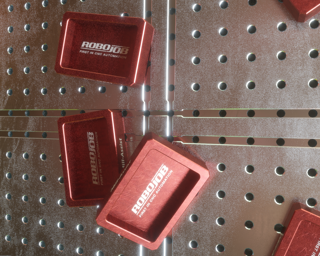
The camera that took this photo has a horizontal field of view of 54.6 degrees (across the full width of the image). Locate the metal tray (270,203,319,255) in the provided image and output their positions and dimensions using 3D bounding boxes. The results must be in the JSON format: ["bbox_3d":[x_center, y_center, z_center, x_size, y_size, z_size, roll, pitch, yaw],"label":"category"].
[{"bbox_3d":[0.172,0.163,0.349,0.090,0.030,0.129,23,98,18],"label":"metal tray"}]

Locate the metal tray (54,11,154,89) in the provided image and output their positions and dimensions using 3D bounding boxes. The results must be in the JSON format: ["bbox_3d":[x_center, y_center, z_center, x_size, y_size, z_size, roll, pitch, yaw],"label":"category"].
[{"bbox_3d":[-0.081,-0.111,0.438,0.130,0.030,0.090,12,94,19],"label":"metal tray"}]

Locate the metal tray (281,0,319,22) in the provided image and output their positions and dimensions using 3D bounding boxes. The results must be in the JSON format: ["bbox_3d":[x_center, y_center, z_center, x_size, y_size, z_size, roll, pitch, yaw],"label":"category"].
[{"bbox_3d":[0.163,-0.200,0.352,0.090,0.030,0.130,-34,79,16],"label":"metal tray"}]

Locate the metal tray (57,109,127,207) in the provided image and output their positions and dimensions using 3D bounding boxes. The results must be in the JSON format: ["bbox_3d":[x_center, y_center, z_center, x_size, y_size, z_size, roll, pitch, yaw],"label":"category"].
[{"bbox_3d":[-0.094,0.043,0.443,0.090,0.030,0.129,-8,87,19],"label":"metal tray"}]

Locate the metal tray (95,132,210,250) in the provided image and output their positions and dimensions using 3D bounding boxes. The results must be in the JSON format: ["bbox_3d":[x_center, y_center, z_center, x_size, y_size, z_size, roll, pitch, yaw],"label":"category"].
[{"bbox_3d":[-0.010,0.081,0.392,0.090,0.030,0.130,31,101,-12],"label":"metal tray"}]
